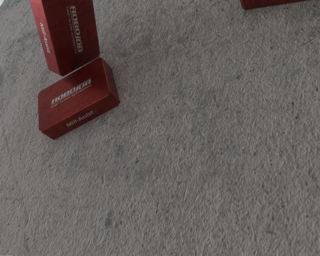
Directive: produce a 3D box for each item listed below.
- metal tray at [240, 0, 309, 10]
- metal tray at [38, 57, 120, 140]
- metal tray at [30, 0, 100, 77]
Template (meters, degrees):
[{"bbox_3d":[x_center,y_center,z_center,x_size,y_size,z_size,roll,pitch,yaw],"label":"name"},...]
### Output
[{"bbox_3d":[0.184,-0.220,0.438,0.130,0.030,0.090,2,62,29],"label":"metal tray"},{"bbox_3d":[-0.134,-0.048,0.501,0.130,0.030,0.090,-27,52,11],"label":"metal tray"},{"bbox_3d":[-0.145,-0.158,0.490,0.030,0.129,0.090,27,48,26],"label":"metal tray"}]
